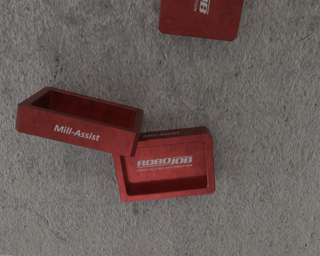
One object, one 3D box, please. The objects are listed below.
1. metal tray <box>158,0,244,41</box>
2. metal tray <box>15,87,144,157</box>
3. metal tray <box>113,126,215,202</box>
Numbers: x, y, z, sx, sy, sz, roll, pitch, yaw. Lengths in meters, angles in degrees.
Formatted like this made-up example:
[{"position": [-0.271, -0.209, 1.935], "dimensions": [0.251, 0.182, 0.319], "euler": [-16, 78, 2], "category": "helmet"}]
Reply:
[{"position": [0.050, -0.169, 0.345], "dimensions": [0.091, 0.030, 0.129], "euler": [6, 110, -3], "category": "metal tray"}, {"position": [-0.088, -0.011, 0.370], "dimensions": [0.131, 0.090, 0.030], "euler": [14, 110, -5], "category": "metal tray"}, {"position": [0.006, 0.050, 0.425], "dimensions": [0.131, 0.030, 0.089], "euler": [-6, 110, 2], "category": "metal tray"}]
